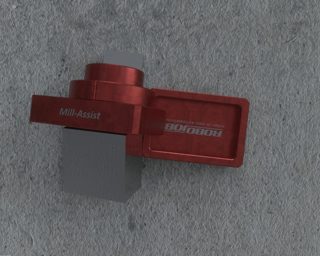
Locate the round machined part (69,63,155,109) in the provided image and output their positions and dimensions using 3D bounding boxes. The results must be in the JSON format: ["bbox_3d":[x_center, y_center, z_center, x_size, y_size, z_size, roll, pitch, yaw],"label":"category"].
[{"bbox_3d":[-0.054,-0.048,0.363,0.099,0.098,0.042,6,90,-1],"label":"round machined part"}]

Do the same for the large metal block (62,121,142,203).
[{"bbox_3d":[-0.069,0.038,0.379,0.080,0.050,0.079,6,103,17],"label":"large metal block"}]

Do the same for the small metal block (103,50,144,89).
[{"bbox_3d":[-0.049,-0.074,0.411,0.050,0.025,0.050,7,90,-1],"label":"small metal block"}]

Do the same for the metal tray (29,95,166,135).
[{"bbox_3d":[-0.069,-0.014,0.361,0.130,0.090,0.030,7,91,18],"label":"metal tray"}]

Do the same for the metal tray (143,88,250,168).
[{"bbox_3d":[0.045,0.000,0.409,0.131,0.030,0.089,6,90,-1],"label":"metal tray"}]
